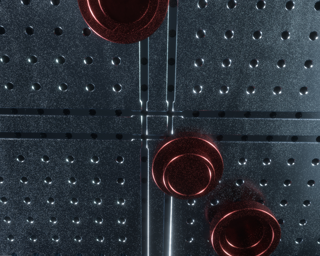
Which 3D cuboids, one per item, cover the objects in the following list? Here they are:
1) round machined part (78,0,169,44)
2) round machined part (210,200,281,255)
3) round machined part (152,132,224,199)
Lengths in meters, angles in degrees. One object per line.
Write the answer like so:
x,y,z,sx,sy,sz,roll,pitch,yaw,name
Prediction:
-0.039,-0.147,0.350,0.099,0.042,0.097,0,110,0,round machined part
0.123,0.148,0.460,0.099,0.042,0.097,0,110,0,round machined part
0.038,0.058,0.426,0.099,0.042,0.097,0,110,0,round machined part
